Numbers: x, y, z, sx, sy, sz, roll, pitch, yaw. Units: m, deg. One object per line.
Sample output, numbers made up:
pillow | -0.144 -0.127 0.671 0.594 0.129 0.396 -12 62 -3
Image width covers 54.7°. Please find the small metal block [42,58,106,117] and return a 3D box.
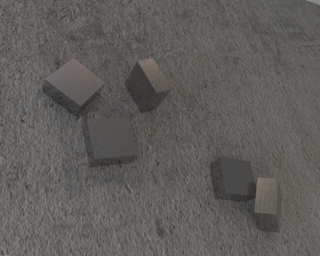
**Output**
small metal block | -0.104 -0.050 0.378 0.050 0.025 0.050 38 51 -3

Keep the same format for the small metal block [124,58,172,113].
small metal block | -0.017 -0.056 0.412 0.025 0.050 0.050 -20 72 -35

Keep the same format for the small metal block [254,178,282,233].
small metal block | 0.141 0.100 0.401 0.050 0.025 0.050 62 36 -41

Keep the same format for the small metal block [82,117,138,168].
small metal block | -0.059 0.016 0.362 0.050 0.025 0.050 -3 63 -30

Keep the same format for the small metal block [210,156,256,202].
small metal block | 0.098 0.069 0.414 0.050 0.025 0.050 11 57 -22
